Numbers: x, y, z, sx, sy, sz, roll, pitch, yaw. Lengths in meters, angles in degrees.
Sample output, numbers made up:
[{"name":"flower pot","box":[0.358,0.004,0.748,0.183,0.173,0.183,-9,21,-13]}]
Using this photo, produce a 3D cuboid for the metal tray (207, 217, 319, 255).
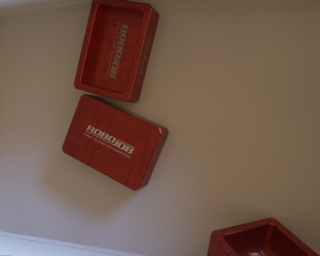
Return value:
[{"name":"metal tray","box":[0.118,0.144,0.298,0.130,0.091,0.030,-139,50,-58]}]

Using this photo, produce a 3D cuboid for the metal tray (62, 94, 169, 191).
[{"name":"metal tray","box":[-0.064,0.017,0.430,0.130,0.030,0.090,25,98,18]}]

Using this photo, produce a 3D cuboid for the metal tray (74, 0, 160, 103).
[{"name":"metal tray","box":[-0.061,-0.107,0.429,0.090,0.030,0.129,16,95,19]}]
